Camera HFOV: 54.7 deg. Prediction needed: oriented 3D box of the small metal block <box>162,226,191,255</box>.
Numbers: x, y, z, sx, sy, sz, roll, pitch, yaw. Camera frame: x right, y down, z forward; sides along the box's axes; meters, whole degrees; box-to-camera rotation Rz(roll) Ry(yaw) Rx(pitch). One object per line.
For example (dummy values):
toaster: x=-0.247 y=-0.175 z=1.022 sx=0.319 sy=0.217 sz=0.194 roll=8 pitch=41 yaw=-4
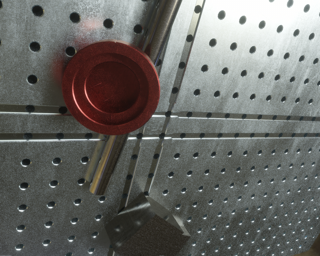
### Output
small metal block: x=0.018 y=0.197 z=0.545 sx=0.050 sy=0.025 sz=0.050 roll=26 pitch=104 yaw=-38

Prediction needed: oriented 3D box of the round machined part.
round machined part: x=-0.050 y=-0.045 z=0.331 sx=0.099 sy=0.042 sz=0.097 roll=-1 pitch=112 yaw=-2

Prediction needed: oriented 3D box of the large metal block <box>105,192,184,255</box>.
large metal block: x=-0.024 y=0.159 z=0.482 sx=0.080 sy=0.050 sz=0.080 roll=-43 pitch=130 yaw=1

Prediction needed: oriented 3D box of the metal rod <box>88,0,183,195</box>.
metal rod: x=-0.029 y=-0.046 z=0.368 sx=0.025 sy=0.025 sz=0.298 roll=10 pitch=113 yaw=-33
